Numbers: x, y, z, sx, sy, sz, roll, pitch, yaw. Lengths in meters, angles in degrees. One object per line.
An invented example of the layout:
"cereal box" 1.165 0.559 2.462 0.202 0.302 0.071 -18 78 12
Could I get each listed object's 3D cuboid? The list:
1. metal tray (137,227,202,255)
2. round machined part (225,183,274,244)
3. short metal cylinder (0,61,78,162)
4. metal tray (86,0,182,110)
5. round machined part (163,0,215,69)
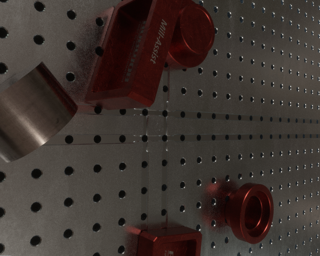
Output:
"metal tray" 0.010 0.205 0.416 0.091 0.030 0.129 10 83 -40
"round machined part" 0.148 0.142 0.526 0.099 0.042 0.097 0 90 -40
"short metal cylinder" -0.121 -0.016 0.273 0.080 0.080 0.050 -48 119 -29
"metal tray" -0.030 -0.087 0.342 0.030 0.090 0.130 25 75 -38
"round machined part" 0.039 -0.134 0.433 0.099 0.042 0.097 0 90 -40
